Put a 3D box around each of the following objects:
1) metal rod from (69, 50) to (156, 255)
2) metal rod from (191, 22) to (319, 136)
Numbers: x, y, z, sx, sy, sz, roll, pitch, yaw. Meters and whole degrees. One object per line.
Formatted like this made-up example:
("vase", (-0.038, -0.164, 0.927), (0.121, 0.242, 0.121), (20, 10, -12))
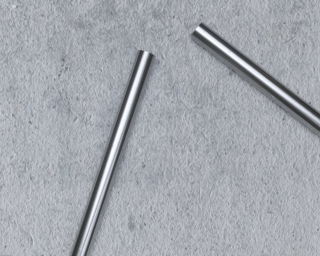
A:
("metal rod", (-0.065, 0.043, 0.409), (0.025, 0.025, 0.298), (18, 90, -1))
("metal rod", (0.168, -0.039, 0.412), (0.301, 0.025, 0.025), (37, 90, -1))
